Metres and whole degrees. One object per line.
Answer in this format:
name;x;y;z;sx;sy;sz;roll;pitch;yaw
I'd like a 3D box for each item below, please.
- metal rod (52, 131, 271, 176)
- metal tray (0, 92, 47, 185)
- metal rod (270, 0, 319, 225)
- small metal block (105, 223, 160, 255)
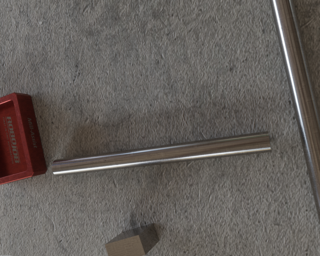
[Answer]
metal rod;-0.012;0.037;0.412;0.301;0.025;0.025;-9;87;19
metal tray;-0.236;0.019;0.487;0.090;0.030;0.129;-16;85;19
metal rod;0.165;-0.026;0.350;0.025;0.025;0.298;-12;86;19
small metal block;-0.035;0.151;0.407;0.050;0.050;0.025;-22;83;18
